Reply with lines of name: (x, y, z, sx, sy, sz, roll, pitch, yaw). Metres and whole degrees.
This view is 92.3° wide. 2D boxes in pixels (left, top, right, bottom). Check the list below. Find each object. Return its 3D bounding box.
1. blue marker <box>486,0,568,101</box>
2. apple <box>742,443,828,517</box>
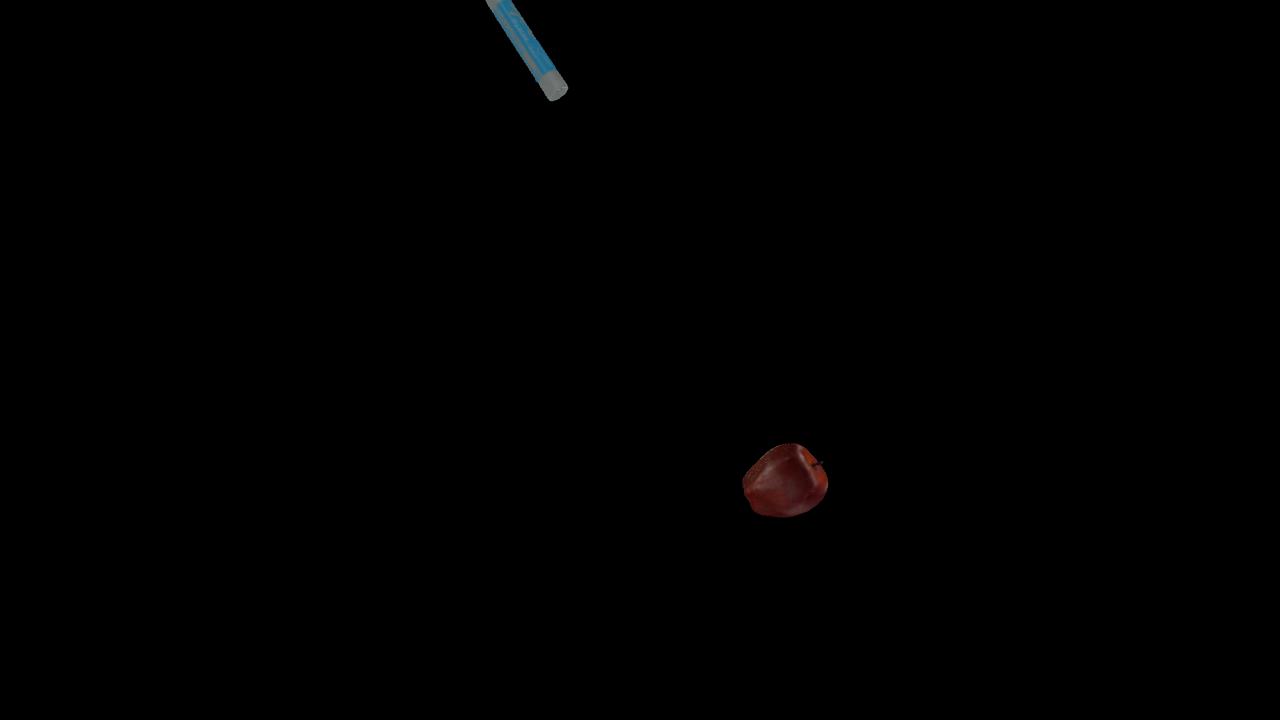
blue marker: (-0.097, -0.260, 0.481, 0.020, 0.121, 0.020, -34, 3, 2)
apple: (0.162, 0.136, 0.683, 0.093, 0.079, 0.079, -35, -14, 21)
